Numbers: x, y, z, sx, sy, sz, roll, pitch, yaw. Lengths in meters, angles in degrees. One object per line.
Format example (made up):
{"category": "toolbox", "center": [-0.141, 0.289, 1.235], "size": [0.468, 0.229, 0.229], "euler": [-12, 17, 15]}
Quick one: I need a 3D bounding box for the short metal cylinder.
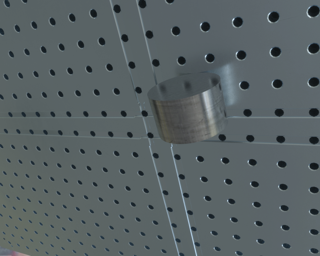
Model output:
{"category": "short metal cylinder", "center": [0.031, -0.024, 0.345], "size": [0.080, 0.080, 0.050], "euler": [-1, 118, 29]}
